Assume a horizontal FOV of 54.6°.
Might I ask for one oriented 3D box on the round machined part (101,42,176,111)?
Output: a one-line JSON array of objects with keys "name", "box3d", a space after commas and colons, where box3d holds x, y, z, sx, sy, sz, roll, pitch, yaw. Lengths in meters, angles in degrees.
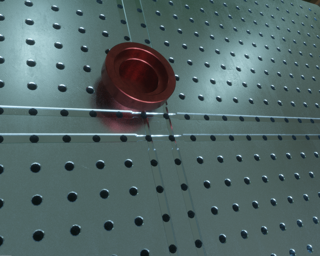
[{"name": "round machined part", "box3d": [-0.031, -0.065, 0.419, 0.099, 0.042, 0.098, 13, 56, -21]}]
